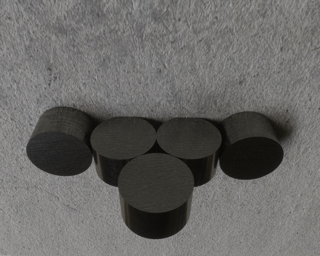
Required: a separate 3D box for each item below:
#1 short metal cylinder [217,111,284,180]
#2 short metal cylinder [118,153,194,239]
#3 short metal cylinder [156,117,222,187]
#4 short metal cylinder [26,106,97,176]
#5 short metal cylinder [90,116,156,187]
[{"bbox_3d":[0.116,0.024,0.413,0.081,0.050,0.079,-1,131,0],"label":"short metal cylinder"},{"bbox_3d":[-0.004,0.074,0.344,0.081,0.080,0.050,1,131,-1],"label":"short metal cylinder"},{"bbox_3d":[0.036,0.029,0.398,0.081,0.080,0.050,0,129,0],"label":"short metal cylinder"},{"bbox_3d":[-0.125,0.018,0.406,0.081,0.050,0.079,-1,130,0],"label":"short metal cylinder"},{"bbox_3d":[-0.045,0.029,0.397,0.081,0.080,0.050,0,130,0],"label":"short metal cylinder"}]
